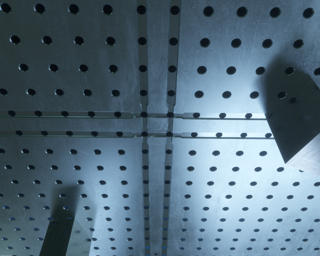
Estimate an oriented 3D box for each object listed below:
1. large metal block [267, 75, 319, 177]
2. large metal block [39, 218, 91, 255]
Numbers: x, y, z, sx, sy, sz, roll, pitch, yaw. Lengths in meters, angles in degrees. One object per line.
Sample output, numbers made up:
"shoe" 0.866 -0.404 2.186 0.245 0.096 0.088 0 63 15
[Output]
"large metal block" 0.186 -0.003 0.375 0.050 0.080 0.080 21 127 -17
"large metal block" -0.170 0.225 0.565 0.050 0.080 0.080 -11 129 9
